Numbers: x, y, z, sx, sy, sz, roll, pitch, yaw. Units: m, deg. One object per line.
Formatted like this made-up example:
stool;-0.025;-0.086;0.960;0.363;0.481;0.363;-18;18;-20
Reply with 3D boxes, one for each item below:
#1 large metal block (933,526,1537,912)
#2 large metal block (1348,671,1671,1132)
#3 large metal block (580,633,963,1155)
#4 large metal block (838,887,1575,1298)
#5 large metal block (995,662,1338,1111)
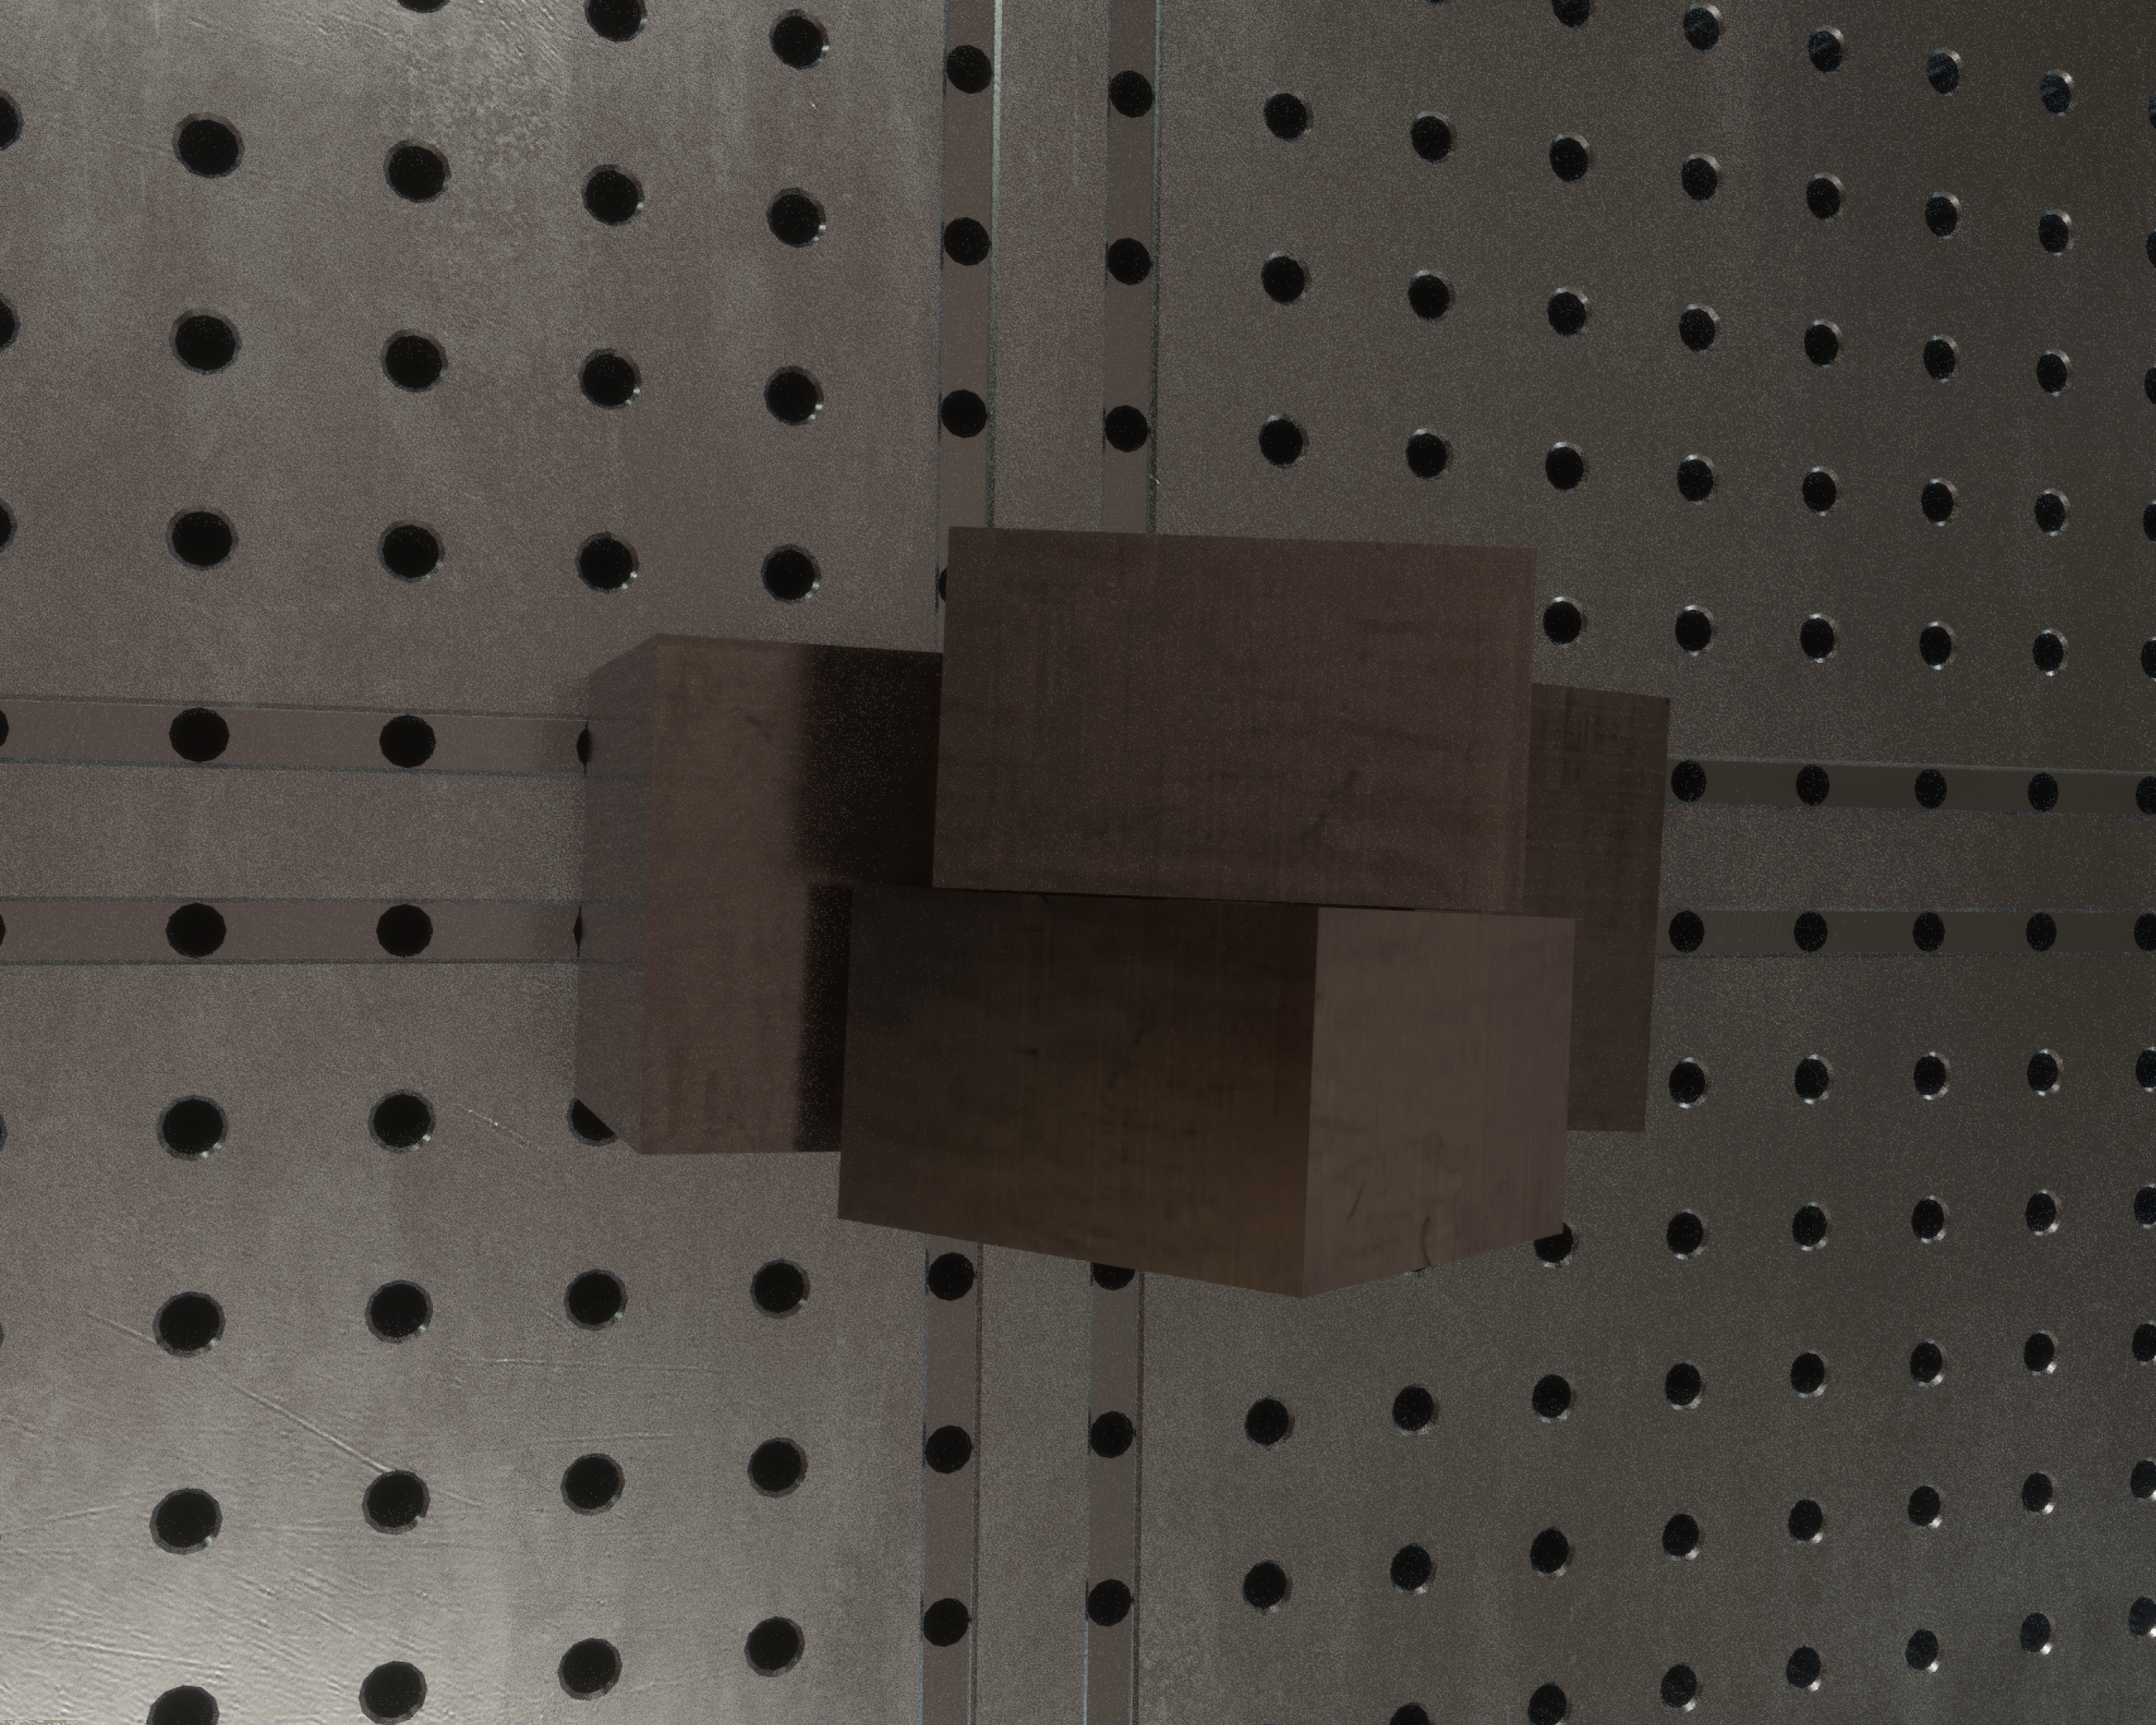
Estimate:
large metal block;0.023;-0.019;0.325;0.080;0.080;0.050;2;89;2
large metal block;0.069;0.008;0.410;0.050;0.080;0.080;4;89;-20
large metal block;-0.056;0.005;0.364;0.050;0.080;0.079;2;90;-20
large metal block;0.021;0.031;0.321;0.080;0.080;0.050;4;88;-53
large metal block;0.003;0.005;0.399;0.081;0.050;0.079;3;89;-20
